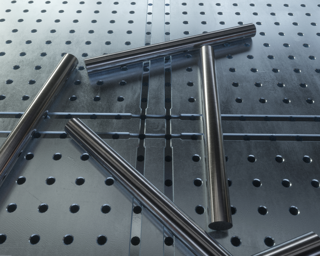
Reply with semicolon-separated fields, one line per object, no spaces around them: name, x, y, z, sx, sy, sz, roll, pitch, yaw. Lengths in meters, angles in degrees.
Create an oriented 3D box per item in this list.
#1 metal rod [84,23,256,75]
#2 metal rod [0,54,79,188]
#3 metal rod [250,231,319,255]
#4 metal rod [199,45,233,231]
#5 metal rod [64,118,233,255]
metal rod;0.025;-0.136;0.522;0.302;0.025;0.025;-16;52;-14
metal rod;-0.176;0.003;0.402;0.025;0.025;0.300;10;51;8
metal rod;-0.001;0.152;0.257;0.302;0.025;0.025;-19;52;-7
metal rod;0.070;-0.013;0.418;0.025;0.025;0.300;2;50;1
metal rod;-0.008;0.078;0.341;0.300;0.025;0.025;37;59;27
